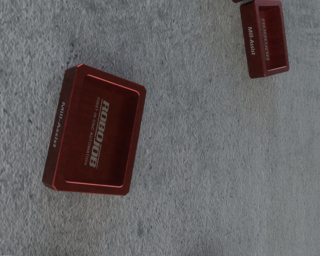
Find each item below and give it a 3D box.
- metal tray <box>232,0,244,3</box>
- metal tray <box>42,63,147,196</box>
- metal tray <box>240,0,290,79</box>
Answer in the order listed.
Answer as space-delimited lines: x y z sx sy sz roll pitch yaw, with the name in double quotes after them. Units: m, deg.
0.150 -0.285 0.526 0.130 0.030 0.090 -49 119 -29 "metal tray"
-0.068 0.005 0.343 0.091 0.030 0.129 15 80 -39 "metal tray"
0.192 -0.161 0.560 0.091 0.030 0.129 -18 102 -39 "metal tray"
